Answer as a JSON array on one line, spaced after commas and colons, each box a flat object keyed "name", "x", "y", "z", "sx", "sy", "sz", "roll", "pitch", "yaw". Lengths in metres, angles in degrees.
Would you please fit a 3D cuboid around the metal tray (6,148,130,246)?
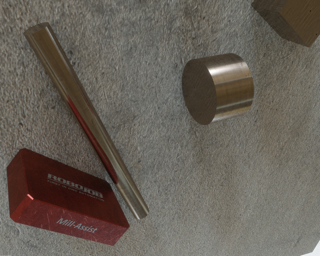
[{"name": "metal tray", "x": -0.104, "y": 0.080, "z": 0.357, "sx": 0.130, "sy": 0.090, "sz": 0.030, "roll": 32, "pitch": 100, "yaw": -38}]

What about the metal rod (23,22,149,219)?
[{"name": "metal rod", "x": -0.072, "y": 0.018, "z": 0.378, "sx": 0.025, "sy": 0.025, "sz": 0.299, "roll": -29, "pitch": 128, "yaw": -10}]

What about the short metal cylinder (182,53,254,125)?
[{"name": "short metal cylinder", "x": 0.068, "y": -0.048, "z": 0.379, "sx": 0.050, "sy": 0.080, "sz": 0.079, "roll": -14, "pitch": 124, "yaw": -21}]

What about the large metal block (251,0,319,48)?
[{"name": "large metal block", "x": 0.176, "y": -0.161, "z": 0.387, "sx": 0.080, "sy": 0.050, "sz": 0.080, "roll": 26, "pitch": 104, "yaw": -37}]
